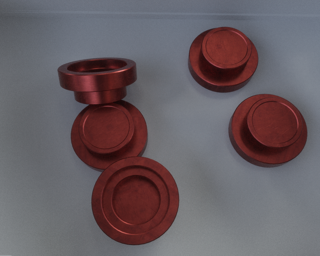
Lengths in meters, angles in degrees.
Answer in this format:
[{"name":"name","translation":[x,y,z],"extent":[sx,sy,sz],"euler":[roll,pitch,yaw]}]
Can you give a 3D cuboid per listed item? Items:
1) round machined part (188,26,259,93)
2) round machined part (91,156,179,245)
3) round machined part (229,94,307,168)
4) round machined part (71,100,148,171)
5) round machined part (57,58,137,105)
[{"name":"round machined part","translation":[0.090,-0.103,0.439],"extent":[0.099,0.042,0.098],"euler":[0,70,0]},{"name":"round machined part","translation":[-0.028,0.085,0.367],"extent":[0.099,0.042,0.098],"euler":[1,73,-1]},{"name":"round machined part","translation":[0.142,-0.001,0.402],"extent":[0.099,0.042,0.098],"euler":[0,70,0]},{"name":"round machined part","translation":[-0.065,0.006,0.398],"extent":[0.099,0.042,0.098],"euler":[0,70,0]},{"name":"round machined part","translation":[-0.079,-0.061,0.404],"extent":[0.099,0.098,0.042],"euler":[-3,114,-1]}]
